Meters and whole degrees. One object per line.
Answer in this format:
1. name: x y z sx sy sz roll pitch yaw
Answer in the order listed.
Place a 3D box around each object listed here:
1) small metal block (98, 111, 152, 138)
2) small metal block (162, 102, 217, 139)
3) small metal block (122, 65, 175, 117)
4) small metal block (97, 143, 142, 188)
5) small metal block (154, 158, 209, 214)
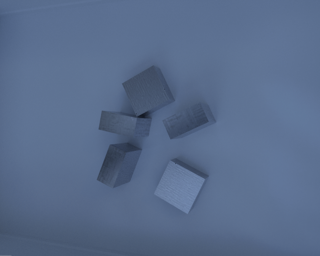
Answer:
1. small metal block: -0.045 -0.005 0.413 0.050 0.050 0.025 12 95 19
2. small metal block: 0.038 -0.008 0.384 0.050 0.050 0.025 -26 82 18
3. small metal block: -0.015 -0.048 0.416 0.050 0.025 0.050 -27 81 17
4. small metal block: -0.053 0.049 0.416 0.025 0.050 0.050 24 98 18
5. small metal block: 0.028 0.074 0.401 0.050 0.025 0.050 27 99 18
